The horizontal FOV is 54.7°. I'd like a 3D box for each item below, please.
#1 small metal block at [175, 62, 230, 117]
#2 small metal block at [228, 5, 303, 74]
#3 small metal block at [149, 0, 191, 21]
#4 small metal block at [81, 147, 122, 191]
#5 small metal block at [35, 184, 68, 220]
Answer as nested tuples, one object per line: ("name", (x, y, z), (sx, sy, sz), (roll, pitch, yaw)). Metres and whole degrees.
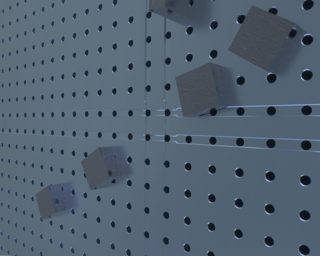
("small metal block", (0.050, -0.043, 0.367), (0.050, 0.025, 0.050), (-18, 79, 38))
("small metal block", (0.108, -0.091, 0.320), (0.050, 0.025, 0.050), (40, 114, 32))
("small metal block", (0.014, -0.164, 0.380), (0.025, 0.050, 0.050), (7, 95, 39))
("small metal block", (-0.092, 0.063, 0.483), (0.050, 0.025, 0.050), (-36, 68, 34))
("small metal block", (-0.201, 0.136, 0.572), (0.050, 0.025, 0.050), (-32, 70, 35))
